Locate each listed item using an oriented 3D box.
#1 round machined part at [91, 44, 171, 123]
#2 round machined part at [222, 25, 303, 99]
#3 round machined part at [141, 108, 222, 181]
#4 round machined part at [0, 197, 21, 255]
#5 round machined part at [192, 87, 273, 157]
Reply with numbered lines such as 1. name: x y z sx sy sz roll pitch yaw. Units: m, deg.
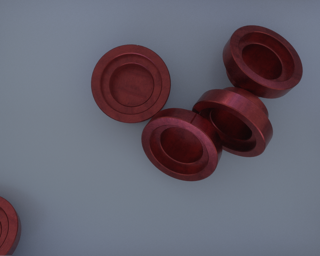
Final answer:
1. round machined part: -0.036 -0.055 0.402 0.099 0.042 0.097 0 90 0
2. round machined part: 0.123 -0.078 0.389 0.099 0.042 0.098 8 61 -14
3. round machined part: 0.030 0.016 0.386 0.098 0.042 0.097 15 130 19
4. round machined part: -0.226 0.135 0.386 0.099 0.042 0.098 6 56 -8
5. round machined part: 0.092 -0.012 0.380 0.098 0.098 0.042 39 67 0
